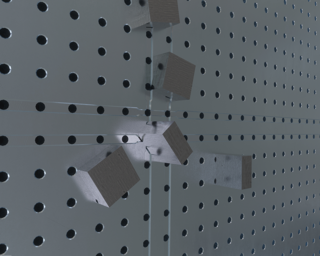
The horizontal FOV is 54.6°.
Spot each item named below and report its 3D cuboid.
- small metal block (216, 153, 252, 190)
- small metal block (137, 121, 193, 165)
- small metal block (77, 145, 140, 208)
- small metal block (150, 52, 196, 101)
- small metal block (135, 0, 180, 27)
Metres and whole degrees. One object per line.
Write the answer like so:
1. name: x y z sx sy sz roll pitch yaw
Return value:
1. small metal block: 0.115 0.067 0.488 0.025 0.050 0.050 1 90 -40
2. small metal block: 0.006 0.018 0.397 0.025 0.050 0.050 -47 118 -30
3. small metal block: -0.058 0.054 0.360 0.050 0.025 0.050 -39 114 -33
4. small metal block: 0.019 -0.069 0.423 0.050 0.025 0.050 18 79 -39
5. small metal block: -0.004 -0.160 0.405 0.050 0.025 0.050 -13 98 -39
